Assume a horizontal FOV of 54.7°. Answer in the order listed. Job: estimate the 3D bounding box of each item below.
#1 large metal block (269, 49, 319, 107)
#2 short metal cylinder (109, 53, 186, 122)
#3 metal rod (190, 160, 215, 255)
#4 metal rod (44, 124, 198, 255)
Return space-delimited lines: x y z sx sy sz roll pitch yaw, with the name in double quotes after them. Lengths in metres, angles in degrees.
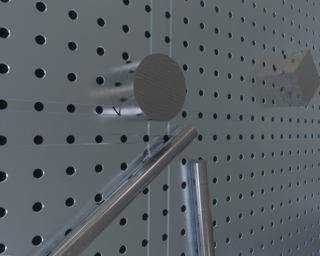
0.274 -0.099 0.623 0.080 0.050 0.080 -49 119 -29 "large metal block"
-0.014 -0.047 0.381 0.081 0.050 0.079 0 90 -40 "short metal cylinder"
0.071 0.197 0.469 0.025 0.025 0.298 -9 96 -40 "metal rod"
-0.052 0.089 0.366 0.302 0.025 0.025 -41 115 -32 "metal rod"
